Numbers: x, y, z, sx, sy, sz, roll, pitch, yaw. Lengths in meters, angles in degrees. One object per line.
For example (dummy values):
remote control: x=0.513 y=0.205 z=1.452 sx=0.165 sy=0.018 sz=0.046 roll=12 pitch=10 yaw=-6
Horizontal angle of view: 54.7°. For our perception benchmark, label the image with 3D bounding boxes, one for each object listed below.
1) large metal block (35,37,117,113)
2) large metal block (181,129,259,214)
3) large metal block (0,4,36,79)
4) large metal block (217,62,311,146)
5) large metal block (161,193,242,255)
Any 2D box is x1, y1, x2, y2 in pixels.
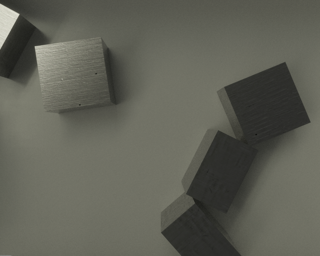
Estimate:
large metal block: x=-0.105 y=-0.065 z=0.398 sx=0.080 sy=0.050 sz=0.080 roll=-8 pitch=90 yaw=0
large metal block: x=0.069 y=0.049 z=0.384 sx=0.050 sy=0.080 sz=0.080 roll=27 pitch=90 yaw=0
large metal block: x=-0.223 y=-0.121 z=0.397 sx=0.080 sy=0.050 sz=0.080 roll=28 pitch=90 yaw=0
large metal block: x=0.130 y=-0.028 z=0.400 sx=0.080 sy=0.050 sz=0.080 roll=-23 pitch=90 yaw=0
large metal block: x=0.046 y=0.130 z=0.384 sx=0.050 sy=0.080 sz=0.080 roll=-41 pitch=90 yaw=0
